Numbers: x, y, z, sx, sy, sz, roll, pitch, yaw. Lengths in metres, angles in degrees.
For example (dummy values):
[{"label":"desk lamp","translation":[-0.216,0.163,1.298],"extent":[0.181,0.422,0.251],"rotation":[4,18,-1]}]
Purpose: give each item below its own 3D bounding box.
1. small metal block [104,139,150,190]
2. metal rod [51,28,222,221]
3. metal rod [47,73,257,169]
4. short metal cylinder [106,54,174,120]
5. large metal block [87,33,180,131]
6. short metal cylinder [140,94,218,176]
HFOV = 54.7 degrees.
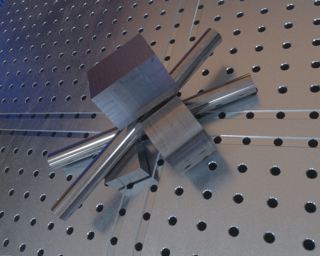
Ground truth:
[{"label":"small metal block","translation":[-0.046,0.044,0.400],"extent":[0.050,0.025,0.050],"rotation":[-25,53,13]},{"label":"metal rod","translation":[-0.024,-0.010,0.391],"extent":[0.025,0.025,0.300],"rotation":[35,80,38]},{"label":"metal rod","translation":[-0.022,-0.003,0.417],"extent":[0.301,0.025,0.025],"rotation":[-21,54,15]},{"label":"short metal cylinder","translation":[-0.028,-0.057,0.437],"extent":[0.080,0.050,0.080],"rotation":[-13,56,21]},{"label":"large metal block","translation":[-0.034,-0.056,0.359],"extent":[0.080,0.050,0.080],"rotation":[-35,34,6]},{"label":"short metal cylinder","translation":[0.021,0.007,0.353],"extent":[0.050,0.080,0.080],"rotation":[-38,51,4]}]
